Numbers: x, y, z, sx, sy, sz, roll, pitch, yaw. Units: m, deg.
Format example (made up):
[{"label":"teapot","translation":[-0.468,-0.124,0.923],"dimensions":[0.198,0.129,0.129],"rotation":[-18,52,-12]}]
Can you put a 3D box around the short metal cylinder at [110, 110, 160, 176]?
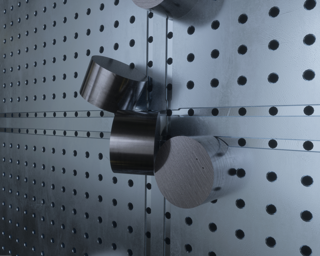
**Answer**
[{"label":"short metal cylinder","translation":[-0.028,0.018,0.388],"dimensions":[0.050,0.080,0.079],"rotation":[4,93,5]}]

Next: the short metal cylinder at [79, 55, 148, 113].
[{"label":"short metal cylinder","translation":[-0.063,-0.060,0.426],"dimensions":[0.080,0.081,0.050],"rotation":[39,114,33]}]

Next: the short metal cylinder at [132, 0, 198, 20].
[{"label":"short metal cylinder","translation":[0.007,-0.183,0.388],"dimensions":[0.080,0.050,0.079],"rotation":[0,90,40]}]

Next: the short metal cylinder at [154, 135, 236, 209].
[{"label":"short metal cylinder","translation":[0.040,0.048,0.360],"dimensions":[0.080,0.050,0.079],"rotation":[0,90,40]}]
